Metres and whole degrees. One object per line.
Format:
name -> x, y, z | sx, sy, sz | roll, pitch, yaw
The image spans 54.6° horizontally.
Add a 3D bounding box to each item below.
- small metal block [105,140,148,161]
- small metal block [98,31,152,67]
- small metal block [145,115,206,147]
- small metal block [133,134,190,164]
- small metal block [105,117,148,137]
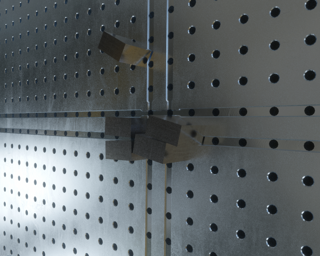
small metal block -> -0.039, 0.029, 0.427 | 0.050, 0.050, 0.025 | -1, 90, 40
small metal block -> -0.049, -0.110, 0.435 | 0.050, 0.050, 0.025 | 37, 113, 34
small metal block -> 0.019, 0.002, 0.378 | 0.050, 0.050, 0.025 | 19, 102, 38
small metal block -> 0.003, 0.024, 0.392 | 0.050, 0.050, 0.025 | 15, 100, 39
small metal block -> -0.040, -0.002, 0.427 | 0.050, 0.050, 0.025 | 4, 93, 40
